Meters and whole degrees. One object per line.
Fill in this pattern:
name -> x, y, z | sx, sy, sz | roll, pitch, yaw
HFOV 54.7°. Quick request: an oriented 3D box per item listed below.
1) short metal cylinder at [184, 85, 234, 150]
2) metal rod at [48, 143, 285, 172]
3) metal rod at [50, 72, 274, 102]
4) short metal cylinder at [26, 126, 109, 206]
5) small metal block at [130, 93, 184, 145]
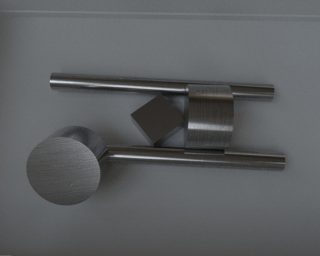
short metal cylinder -> 0.057, -0.014, 0.385 | 0.050, 0.080, 0.080 | 2, 70, 0
metal rod -> 0.004, 0.035, 0.395 | 0.302, 0.025, 0.025 | 3, 70, 0
metal rod -> 0.003, -0.056, 0.428 | 0.302, 0.025, 0.025 | 3, 70, 0
short metal cylinder -> -0.104, 0.042, 0.360 | 0.081, 0.050, 0.079 | 0, 104, 1
small metal block -> -0.003, -0.009, 0.411 | 0.050, 0.025, 0.050 | -36, 74, -13
